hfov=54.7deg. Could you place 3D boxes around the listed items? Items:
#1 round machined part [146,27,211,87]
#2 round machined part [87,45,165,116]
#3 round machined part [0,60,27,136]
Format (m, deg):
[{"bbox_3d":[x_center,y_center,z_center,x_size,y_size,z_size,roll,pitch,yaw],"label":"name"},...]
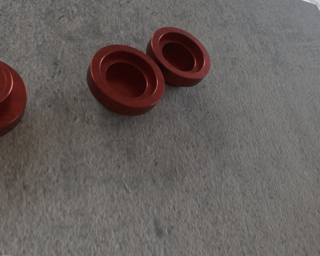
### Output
[{"bbox_3d":[0.024,-0.102,0.470,0.099,0.042,0.098,14,56,-21],"label":"round machined part"},{"bbox_3d":[-0.047,-0.057,0.404,0.099,0.042,0.098,14,56,-21],"label":"round machined part"},{"bbox_3d":[-0.189,-0.038,0.315,0.099,0.042,0.098,14,56,-21],"label":"round machined part"}]
